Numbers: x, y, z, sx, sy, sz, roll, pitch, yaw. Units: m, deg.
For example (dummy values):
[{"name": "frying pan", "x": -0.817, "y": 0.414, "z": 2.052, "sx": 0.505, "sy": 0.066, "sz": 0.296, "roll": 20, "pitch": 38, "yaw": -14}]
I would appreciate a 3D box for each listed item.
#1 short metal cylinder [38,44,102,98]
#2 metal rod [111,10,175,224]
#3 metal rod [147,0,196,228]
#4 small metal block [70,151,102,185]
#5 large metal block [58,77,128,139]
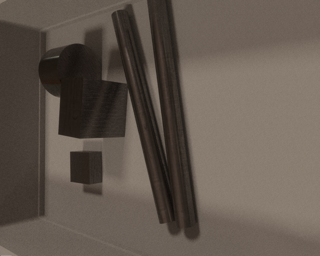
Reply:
[{"name": "short metal cylinder", "x": -0.138, "y": -0.087, "z": 0.482, "sx": 0.050, "sy": 0.081, "sz": 0.079, "roll": 2, "pitch": 92, "yaw": 40}, {"name": "metal rod", "x": -0.023, "y": -0.023, "z": 0.423, "sx": 0.025, "sy": 0.025, "sz": 0.299, "roll": -23, "pitch": 76, "yaw": 37}, {"name": "metal rod", "x": 0.013, "y": -0.028, "z": 0.394, "sx": 0.025, "sy": 0.025, "sz": 0.298, "roll": -12, "pitch": 83, "yaw": 39}, {"name": "small metal block", "x": -0.120, "y": 0.063, "z": 0.503, "sx": 0.050, "sy": 0.025, "sz": 0.050, "roll": -2, "pitch": 89, "yaw": 39}, {"name": "large metal block", "x": -0.095, "y": -0.028, "z": 0.447, "sx": 0.050, "sy": 0.081, "sz": 0.079, "roll": 7, "pitch": 95, "yaw": 39}]
